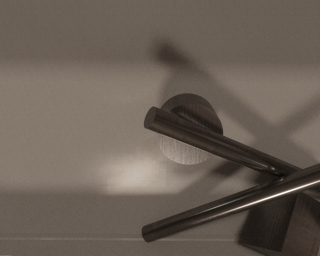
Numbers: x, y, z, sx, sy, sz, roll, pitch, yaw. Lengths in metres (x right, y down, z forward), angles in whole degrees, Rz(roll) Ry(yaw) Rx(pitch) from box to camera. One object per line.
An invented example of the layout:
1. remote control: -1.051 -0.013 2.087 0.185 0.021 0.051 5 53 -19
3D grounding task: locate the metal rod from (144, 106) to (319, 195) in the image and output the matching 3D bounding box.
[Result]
1. metal rod: 0.117 0.039 0.387 0.302 0.025 0.025 21 109 -24

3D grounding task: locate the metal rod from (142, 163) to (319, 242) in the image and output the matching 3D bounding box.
1. metal rod: 0.103 0.100 0.413 0.300 0.025 0.025 -27 109 23

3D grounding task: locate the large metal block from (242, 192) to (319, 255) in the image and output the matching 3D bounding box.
1. large metal block: 0.166 0.132 0.416 0.050 0.080 0.080 30 70 -11

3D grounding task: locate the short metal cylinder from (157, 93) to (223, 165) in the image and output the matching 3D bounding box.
1. short metal cylinder: 0.036 0.000 0.399 0.081 0.050 0.079 0 110 -1
